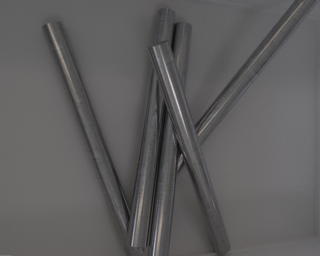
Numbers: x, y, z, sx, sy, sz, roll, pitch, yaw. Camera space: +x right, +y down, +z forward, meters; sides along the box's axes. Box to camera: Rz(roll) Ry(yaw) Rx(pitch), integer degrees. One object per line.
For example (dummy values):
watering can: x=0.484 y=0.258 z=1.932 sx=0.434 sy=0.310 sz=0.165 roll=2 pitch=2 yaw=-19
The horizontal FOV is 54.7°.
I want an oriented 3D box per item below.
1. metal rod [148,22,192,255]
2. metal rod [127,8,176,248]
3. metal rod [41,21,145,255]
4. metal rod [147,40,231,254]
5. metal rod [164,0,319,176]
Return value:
metal rod: x=0.015 y=0.008 z=0.397 sx=0.025 sy=0.025 sz=0.299 roll=10 pitch=80 yaw=-20
metal rod: x=-0.010 y=-0.007 z=0.393 sx=0.025 sy=0.025 sz=0.299 roll=10 pitch=82 yaw=-20
metal rod: x=-0.079 y=0.020 z=0.381 sx=0.025 sy=0.025 sz=0.298 roll=-21 pitch=97 yaw=-19
metal rod: x=0.043 y=0.040 z=0.390 sx=0.025 sy=0.025 sz=0.298 roll=-26 pitch=112 yaw=-18
metal rod: x=0.102 y=-0.055 z=0.407 sx=0.025 sy=0.025 sz=0.299 roll=38 pitch=93 yaw=-16
